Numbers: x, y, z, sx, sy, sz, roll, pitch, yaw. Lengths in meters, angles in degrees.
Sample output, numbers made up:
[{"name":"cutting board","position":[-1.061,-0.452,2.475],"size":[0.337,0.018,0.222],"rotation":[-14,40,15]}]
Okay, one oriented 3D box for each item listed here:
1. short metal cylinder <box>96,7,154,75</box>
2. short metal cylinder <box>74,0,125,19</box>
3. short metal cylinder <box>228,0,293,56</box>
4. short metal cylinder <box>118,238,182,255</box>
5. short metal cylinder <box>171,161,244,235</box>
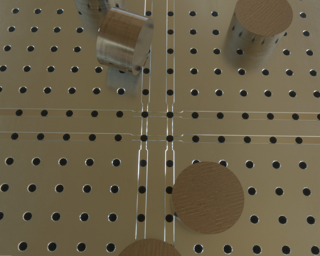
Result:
[{"name":"short metal cylinder","position":[-0.046,-0.118,0.425],"size":[0.050,0.080,0.080],"rotation":[19,71,7]},{"name":"short metal cylinder","position":[-0.097,-0.216,0.477],"size":[0.081,0.050,0.080],"rotation":[0,70,0]},{"name":"short metal cylinder","position":[0.145,-0.154,0.455],"size":[0.081,0.050,0.080],"rotation":[0,70,0]},{"name":"short metal cylinder","position":[-0.011,0.163,0.339],"size":[0.081,0.050,0.080],"rotation":[0,70,0]},{"name":"short metal cylinder","position":[0.054,0.085,0.368],"size":[0.081,0.050,0.080],"rotation":[0,70,0]}]
